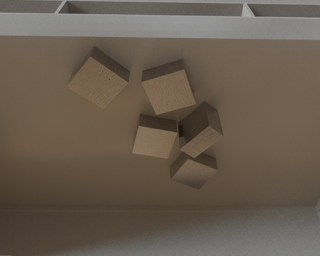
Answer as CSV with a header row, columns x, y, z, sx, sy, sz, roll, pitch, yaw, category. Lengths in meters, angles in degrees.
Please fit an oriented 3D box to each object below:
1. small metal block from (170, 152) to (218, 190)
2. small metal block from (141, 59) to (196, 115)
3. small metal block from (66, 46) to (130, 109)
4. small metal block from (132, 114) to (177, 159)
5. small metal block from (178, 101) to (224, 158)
x,y,z,sx,sy,sz,roll,pitch,yaw,category
0.049,0.060,0.461,0.050,0.025,0.050,23,127,-18,small metal block
0.011,-0.048,0.368,0.050,0.025,0.050,-15,129,12,small metal block
-0.071,-0.057,0.360,0.050,0.025,0.050,33,123,-25,small metal block
-0.008,0.012,0.419,0.050,0.025,0.050,10,130,-9,small metal block
0.050,0.002,0.395,0.025,0.050,0.050,33,123,-25,small metal block
